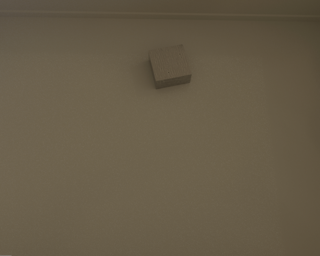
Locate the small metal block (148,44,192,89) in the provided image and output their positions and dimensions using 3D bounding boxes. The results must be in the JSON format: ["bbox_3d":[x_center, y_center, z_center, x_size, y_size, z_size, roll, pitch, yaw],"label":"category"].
[{"bbox_3d":[0.013,-0.087,0.442,0.050,0.025,0.050,-12,71,-5],"label":"small metal block"}]
